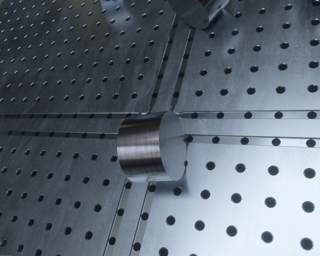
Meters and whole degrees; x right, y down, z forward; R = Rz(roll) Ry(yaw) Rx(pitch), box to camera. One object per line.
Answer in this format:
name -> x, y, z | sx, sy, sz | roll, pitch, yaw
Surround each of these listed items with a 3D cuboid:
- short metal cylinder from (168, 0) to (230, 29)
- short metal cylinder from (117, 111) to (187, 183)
short metal cylinder -> 0.057, -0.196, 0.462 | 0.080, 0.080, 0.050 | 34, 81, 38
short metal cylinder -> -0.007, 0.022, 0.362 | 0.050, 0.080, 0.080 | -7, 59, 24
